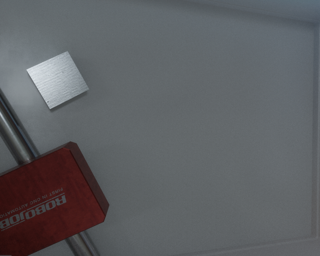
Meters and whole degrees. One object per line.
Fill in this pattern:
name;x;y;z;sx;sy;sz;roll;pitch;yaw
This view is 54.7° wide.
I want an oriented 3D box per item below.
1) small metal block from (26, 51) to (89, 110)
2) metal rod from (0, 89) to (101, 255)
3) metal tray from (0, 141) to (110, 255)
small metal block;-0.120;-0.055;0.366;0.050;0.025;0.050;-31;101;-18
metal rod;-0.151;0.035;0.355;0.025;0.025;0.299;-30;100;-18
metal tray;-0.133;0.082;0.335;0.130;0.030;0.090;-25;100;2
